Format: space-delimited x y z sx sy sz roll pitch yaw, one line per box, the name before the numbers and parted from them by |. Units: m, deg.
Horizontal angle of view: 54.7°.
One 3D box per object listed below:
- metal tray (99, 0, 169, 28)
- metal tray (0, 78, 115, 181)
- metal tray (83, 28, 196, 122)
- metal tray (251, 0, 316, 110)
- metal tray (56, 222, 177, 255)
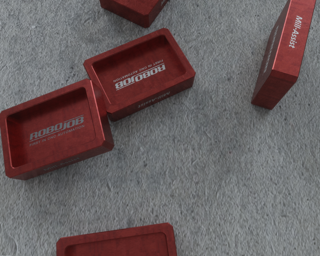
metal tray | -0.025 -0.230 0.489 0.090 0.030 0.130 29 72 10
metal tray | -0.130 0.003 0.386 0.130 0.030 0.090 -19 71 8
metal tray | -0.028 -0.076 0.432 0.131 0.030 0.090 -25 72 -9
metal tray | 0.162 -0.100 0.410 0.030 0.090 0.130 19 71 7
metal tray | -0.045 0.161 0.346 0.131 0.030 0.090 -7 70 -3
